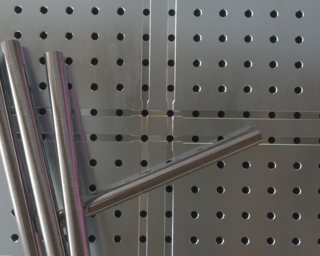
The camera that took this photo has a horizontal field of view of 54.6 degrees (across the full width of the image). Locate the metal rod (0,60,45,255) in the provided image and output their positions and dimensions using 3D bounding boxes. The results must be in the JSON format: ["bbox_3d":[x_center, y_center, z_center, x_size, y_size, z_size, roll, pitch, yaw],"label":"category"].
[{"bbox_3d":[-0.194,0.048,0.412,0.025,0.025,0.299,-13,90,0],"label":"metal rod"}]

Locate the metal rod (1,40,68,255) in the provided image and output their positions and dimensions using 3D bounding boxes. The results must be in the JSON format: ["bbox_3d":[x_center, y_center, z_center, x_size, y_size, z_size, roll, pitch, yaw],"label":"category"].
[{"bbox_3d":[-0.160,0.032,0.396,0.025,0.025,0.299,-15,84,0],"label":"metal rod"}]

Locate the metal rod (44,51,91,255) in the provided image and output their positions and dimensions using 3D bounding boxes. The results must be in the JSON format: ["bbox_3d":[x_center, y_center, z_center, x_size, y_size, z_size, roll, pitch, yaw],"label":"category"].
[{"bbox_3d":[-0.116,0.048,0.394,0.025,0.025,0.299,-10,83,0],"label":"metal rod"}]

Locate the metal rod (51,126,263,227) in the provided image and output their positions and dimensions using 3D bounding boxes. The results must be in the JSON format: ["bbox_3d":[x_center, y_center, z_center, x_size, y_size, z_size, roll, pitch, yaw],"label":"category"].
[{"bbox_3d":[-0.008,0.068,0.413,0.301,0.025,0.025,-23,90,0],"label":"metal rod"}]
